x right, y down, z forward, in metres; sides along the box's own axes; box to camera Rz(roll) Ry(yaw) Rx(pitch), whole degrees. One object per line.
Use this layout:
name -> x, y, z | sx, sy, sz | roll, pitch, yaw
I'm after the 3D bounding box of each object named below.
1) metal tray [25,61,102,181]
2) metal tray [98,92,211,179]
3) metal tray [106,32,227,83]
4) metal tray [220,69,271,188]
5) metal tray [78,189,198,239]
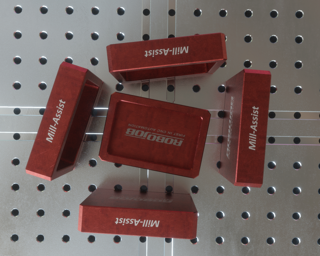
metal tray -> -0.113, -0.008, 0.380 | 0.030, 0.090, 0.129 | 18, 90, 0
metal tray -> -0.007, 0.009, 0.410 | 0.131, 0.030, 0.090 | 11, 90, -1
metal tray -> 0.008, -0.083, 0.380 | 0.131, 0.090, 0.030 | -6, 90, 0
metal tray -> 0.102, 0.000, 0.381 | 0.030, 0.090, 0.129 | 5, 90, 0
metal tray -> -0.024, 0.102, 0.381 | 0.131, 0.090, 0.030 | 4, 90, 0
